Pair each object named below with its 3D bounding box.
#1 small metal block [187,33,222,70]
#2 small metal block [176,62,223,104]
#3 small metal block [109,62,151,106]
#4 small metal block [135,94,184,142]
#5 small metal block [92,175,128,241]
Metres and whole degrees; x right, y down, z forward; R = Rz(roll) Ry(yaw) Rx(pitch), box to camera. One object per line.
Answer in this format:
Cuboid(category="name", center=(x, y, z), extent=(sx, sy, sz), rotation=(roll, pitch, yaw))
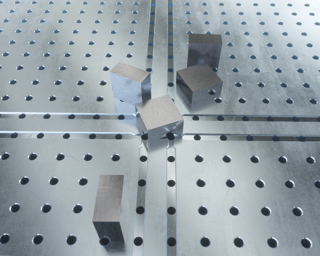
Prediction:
Cuboid(category="small metal block", center=(0.069, -0.121, 0.494), extent=(0.050, 0.050, 0.025), rotation=(2, 50, 2))
Cuboid(category="small metal block", center=(0.058, -0.068, 0.465), extent=(0.050, 0.025, 0.050), rotation=(-20, 53, -16))
Cuboid(category="small metal block", center=(-0.041, -0.061, 0.442), extent=(0.050, 0.050, 0.025), rotation=(23, 54, 18))
Cuboid(category="small metal block", center=(-0.001, -0.014, 0.420), extent=(0.050, 0.025, 0.050), rotation=(-17, 52, -14))
Cuboid(category="small metal block", center=(-0.050, 0.083, 0.321), extent=(0.025, 0.050, 0.050), rotation=(0, 50, 0))
